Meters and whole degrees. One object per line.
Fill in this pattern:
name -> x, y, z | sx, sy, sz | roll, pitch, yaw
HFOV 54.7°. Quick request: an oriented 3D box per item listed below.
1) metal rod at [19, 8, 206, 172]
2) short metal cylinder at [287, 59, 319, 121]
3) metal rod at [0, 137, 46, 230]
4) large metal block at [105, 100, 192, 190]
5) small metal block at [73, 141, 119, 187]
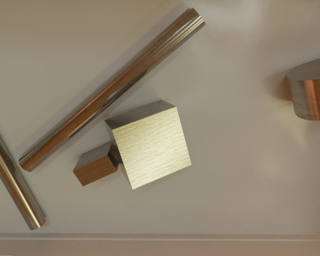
metal rod -> -0.069, -0.040, 0.395 | 0.300, 0.025, 0.025 | -38, 106, 12
short metal cylinder -> 0.198, -0.049, 0.367 | 0.080, 0.080, 0.050 | -18, 109, 6
metal rod -> -0.229, 0.011, 0.412 | 0.025, 0.025, 0.298 | -17, 110, 6
large metal block -> -0.015, 0.018, 0.392 | 0.081, 0.050, 0.080 | -21, 110, -14
small metal block -> -0.082, 0.046, 0.414 | 0.050, 0.050, 0.025 | -25, 109, 9
